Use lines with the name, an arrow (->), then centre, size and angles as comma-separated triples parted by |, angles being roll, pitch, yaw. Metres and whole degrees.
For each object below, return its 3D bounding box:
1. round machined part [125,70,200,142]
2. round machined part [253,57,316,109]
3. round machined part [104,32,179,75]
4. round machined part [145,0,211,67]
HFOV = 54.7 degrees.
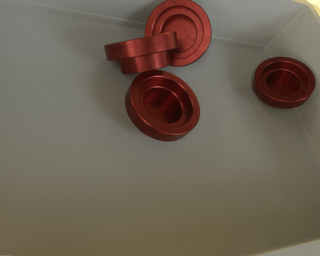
round machined part -> 0.000, -0.025, 0.410 | 0.099, 0.042, 0.098 | 14, 56, -21
round machined part -> 0.210, -0.073, 0.535 | 0.099, 0.042, 0.098 | -2, 59, 3
round machined part -> -0.023, -0.100, 0.420 | 0.099, 0.098, 0.042 | -24, 110, -36
round machined part -> 0.030, -0.143, 0.474 | 0.098, 0.098, 0.042 | 44, 14, 2
